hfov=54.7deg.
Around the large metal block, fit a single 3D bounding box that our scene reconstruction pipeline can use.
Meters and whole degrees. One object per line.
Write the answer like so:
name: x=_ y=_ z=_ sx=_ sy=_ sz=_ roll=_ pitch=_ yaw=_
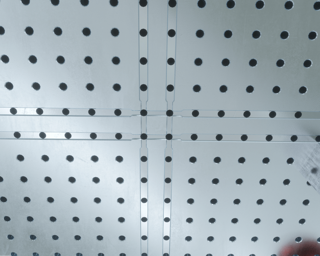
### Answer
large metal block: x=0.250 y=0.071 z=0.412 sx=0.080 sy=0.080 sz=0.050 roll=22 pitch=109 yaw=-8
